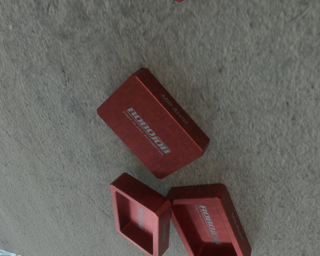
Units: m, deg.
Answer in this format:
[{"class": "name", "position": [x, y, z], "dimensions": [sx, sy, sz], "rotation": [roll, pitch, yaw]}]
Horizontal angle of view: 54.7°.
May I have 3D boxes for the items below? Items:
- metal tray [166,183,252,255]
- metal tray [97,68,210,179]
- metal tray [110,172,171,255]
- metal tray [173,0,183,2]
[{"class": "metal tray", "position": [0.070, 0.145, 0.454], "dimensions": [0.090, 0.030, 0.129], "rotation": [-12, 113, 32]}, {"class": "metal tray", "position": [-0.010, -0.002, 0.406], "dimensions": [0.130, 0.030, 0.090], "rotation": [48, 128, -6]}, {"class": "metal tray", "position": [-0.030, 0.139, 0.479], "dimensions": [0.090, 0.030, 0.129], "rotation": [27, 136, 27]}, {"class": "metal tray", "position": [0.018, -0.181, 0.251], "dimensions": [0.090, 0.030, 0.130], "rotation": [-16, 132, 34]}]
